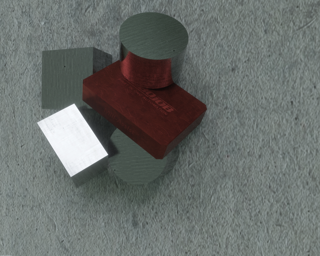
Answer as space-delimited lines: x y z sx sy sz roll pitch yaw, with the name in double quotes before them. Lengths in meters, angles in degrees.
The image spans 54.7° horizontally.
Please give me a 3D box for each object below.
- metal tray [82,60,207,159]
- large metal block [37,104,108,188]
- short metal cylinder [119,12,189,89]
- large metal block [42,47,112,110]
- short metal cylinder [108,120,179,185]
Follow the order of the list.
"metal tray" -0.020 -0.032 0.384 0.130 0.091 0.030 37 142 16
"large metal block" -0.113 0.027 0.413 0.050 0.080 0.080 -32 78 -19
"short metal cylinder" -0.009 -0.095 0.379 0.081 0.050 0.080 3 57 -5
"large metal block" -0.116 -0.066 0.436 0.080 0.050 0.080 1 90 20
"short metal cylinder" -0.020 0.030 0.405 0.080 0.050 0.080 0 90 20
